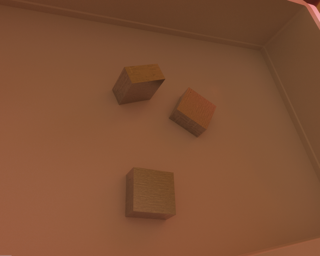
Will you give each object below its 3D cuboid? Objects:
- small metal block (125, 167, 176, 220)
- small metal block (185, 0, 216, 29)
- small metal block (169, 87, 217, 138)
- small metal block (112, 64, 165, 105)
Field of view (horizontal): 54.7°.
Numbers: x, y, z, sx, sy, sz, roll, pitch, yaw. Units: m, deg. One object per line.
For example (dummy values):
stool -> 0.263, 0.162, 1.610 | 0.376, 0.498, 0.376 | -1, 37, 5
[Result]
small metal block -> -0.011, 0.076, 0.355 | 0.050, 0.025, 0.050 | 12, 57, -22
small metal block -> 0.076, -0.223, 0.587 | 0.050, 0.025, 0.050 | 14, 56, -21
small metal block -> 0.048, -0.023, 0.447 | 0.050, 0.025, 0.050 | 34, 51, -6
small metal block -> -0.029, -0.058, 0.411 | 0.050, 0.050, 0.025 | -14, 69, -34
